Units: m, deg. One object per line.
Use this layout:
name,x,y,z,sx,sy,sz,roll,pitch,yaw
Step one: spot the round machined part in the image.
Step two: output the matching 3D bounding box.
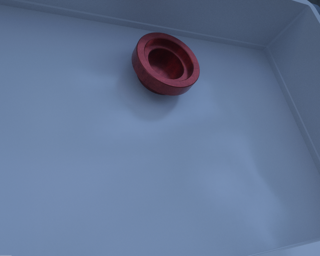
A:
round machined part,0.005,-0.087,0.450,0.099,0.042,0.098,13,56,-21
